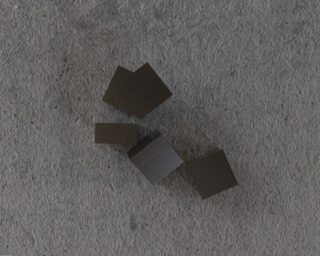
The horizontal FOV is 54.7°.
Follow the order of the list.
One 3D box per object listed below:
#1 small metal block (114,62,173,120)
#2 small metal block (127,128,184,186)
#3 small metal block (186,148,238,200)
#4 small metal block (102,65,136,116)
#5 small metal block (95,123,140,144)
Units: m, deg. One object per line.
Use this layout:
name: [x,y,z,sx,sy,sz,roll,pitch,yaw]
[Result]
small metal block: [-0.020,-0.045,0.385,0.050,0.025,0.050,-38,91,0]
small metal block: [-0.006,0.038,0.402,0.050,0.025,0.050,-39,112,0]
small metal block: [0.068,0.060,0.410,0.050,0.025,0.050,-23,90,0]
small metal block: [-0.041,-0.048,0.409,0.050,0.025,0.050,25,90,0]
small metal block: [-0.053,0.007,0.397,0.050,0.050,0.025,1,89,0]
